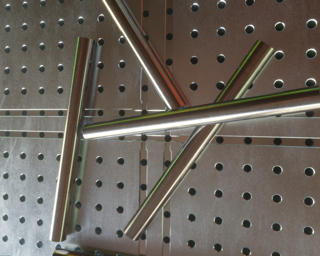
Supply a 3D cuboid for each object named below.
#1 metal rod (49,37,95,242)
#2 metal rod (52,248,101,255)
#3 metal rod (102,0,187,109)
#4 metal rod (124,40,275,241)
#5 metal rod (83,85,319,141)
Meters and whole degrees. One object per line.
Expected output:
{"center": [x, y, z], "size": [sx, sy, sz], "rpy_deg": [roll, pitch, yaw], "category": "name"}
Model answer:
{"center": [-0.130, 0.019, 0.456], "size": [0.025, 0.025, 0.298], "rpy_deg": [10, 93, 19], "category": "metal rod"}
{"center": [-0.013, 0.199, 0.416], "size": [0.301, 0.025, 0.025], "rpy_deg": [2, 91, 19], "category": "metal rod"}
{"center": [-0.050, -0.150, 0.429], "size": [0.025, 0.025, 0.299], "rpy_deg": [-34, 80, 16], "category": "metal rod"}
{"center": [0.044, 0.024, 0.396], "size": [0.025, 0.025, 0.299], "rpy_deg": [37, 101, 16], "category": "metal rod"}
{"center": [0.029, -0.012, 0.379], "size": [0.300, 0.025, 0.025], "rpy_deg": [-8, 88, 27], "category": "metal rod"}
